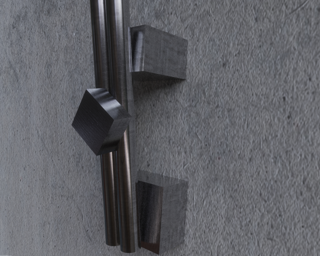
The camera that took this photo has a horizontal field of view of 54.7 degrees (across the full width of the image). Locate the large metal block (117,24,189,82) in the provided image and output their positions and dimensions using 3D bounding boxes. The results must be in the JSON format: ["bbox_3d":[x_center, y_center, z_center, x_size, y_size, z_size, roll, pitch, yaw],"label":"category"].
[{"bbox_3d":[-0.021,-0.089,0.389,0.080,0.081,0.050,5,93,40],"label":"large metal block"}]

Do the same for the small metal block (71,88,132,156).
[{"bbox_3d":[-0.063,-0.007,0.331,0.050,0.025,0.050,46,123,24],"label":"small metal block"}]

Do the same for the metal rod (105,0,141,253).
[{"bbox_3d":[-0.040,-0.007,0.345,0.025,0.025,0.298,4,100,40],"label":"metal rod"}]

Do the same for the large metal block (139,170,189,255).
[{"bbox_3d":[-0.013,0.103,0.400,0.080,0.050,0.079,6,94,39],"label":"large metal block"}]

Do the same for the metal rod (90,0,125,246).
[{"bbox_3d":[-0.060,-0.009,0.361,0.025,0.025,0.298,4,100,40],"label":"metal rod"}]
